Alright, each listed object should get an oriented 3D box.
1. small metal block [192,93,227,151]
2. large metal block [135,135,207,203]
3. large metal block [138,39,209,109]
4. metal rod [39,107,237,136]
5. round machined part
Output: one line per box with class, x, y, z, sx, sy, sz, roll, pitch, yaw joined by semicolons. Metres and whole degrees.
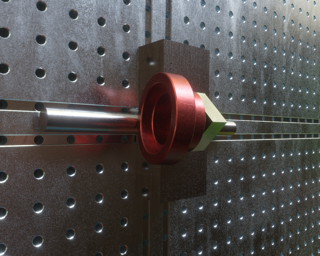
small metal block;0.045;-0.007;0.373;0.025;0.050;0.050;1;46;-40
large metal block;0.016;0.049;0.406;0.081;0.050;0.080;2;89;-40
large metal block;0.019;-0.065;0.409;0.081;0.050;0.080;1;90;-40
metal rod;-0.001;-0.004;0.408;0.302;0.025;0.025;2;89;-40
round machined part;0.013;-0.009;0.335;0.042;0.098;0.097;5;87;-26
